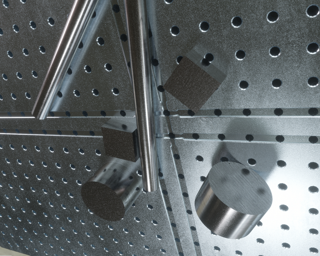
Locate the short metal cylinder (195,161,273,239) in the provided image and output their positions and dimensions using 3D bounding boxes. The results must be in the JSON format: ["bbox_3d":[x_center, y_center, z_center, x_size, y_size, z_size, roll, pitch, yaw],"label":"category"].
[{"bbox_3d":[0.089,0.088,0.383,0.080,0.080,0.050,27,128,11],"label":"short metal cylinder"}]

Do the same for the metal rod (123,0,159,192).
[{"bbox_3d":[-0.021,-0.040,0.397,0.025,0.025,0.298,10,123,22],"label":"metal rod"}]

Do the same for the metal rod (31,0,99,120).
[{"bbox_3d":[-0.118,-0.111,0.404,0.025,0.025,0.298,41,129,0],"label":"metal rod"}]

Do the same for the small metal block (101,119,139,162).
[{"bbox_3d":[-0.054,0.018,0.451,0.050,0.025,0.050,11,123,22],"label":"small metal block"}]

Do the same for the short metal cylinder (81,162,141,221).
[{"bbox_3d":[-0.079,0.103,0.500,0.080,0.050,0.079,13,124,20],"label":"short metal cylinder"}]

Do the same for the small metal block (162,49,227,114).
[{"bbox_3d":[0.039,-0.053,0.357,0.050,0.025,0.050,39,129,2],"label":"small metal block"}]
